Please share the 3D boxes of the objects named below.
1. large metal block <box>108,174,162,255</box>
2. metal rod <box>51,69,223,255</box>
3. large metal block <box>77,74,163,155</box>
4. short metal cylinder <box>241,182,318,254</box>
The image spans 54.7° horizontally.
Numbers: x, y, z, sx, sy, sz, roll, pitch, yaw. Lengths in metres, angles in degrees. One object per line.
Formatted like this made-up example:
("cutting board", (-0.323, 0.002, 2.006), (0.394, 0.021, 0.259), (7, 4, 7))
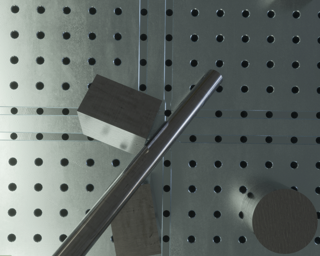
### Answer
("large metal block", (-0.030, 0.105, 0.386), (0.050, 0.080, 0.080), (-9, 90, 0))
("metal rod", (-0.014, 0.035, 0.350), (0.025, 0.025, 0.301), (40, 64, 0))
("large metal block", (-0.049, -0.011, 0.379), (0.080, 0.080, 0.050), (22, 69, -1))
("short metal cylinder", (0.153, 0.114, 0.403), (0.081, 0.050, 0.079), (0, 90, -1))
